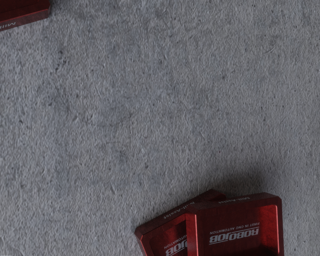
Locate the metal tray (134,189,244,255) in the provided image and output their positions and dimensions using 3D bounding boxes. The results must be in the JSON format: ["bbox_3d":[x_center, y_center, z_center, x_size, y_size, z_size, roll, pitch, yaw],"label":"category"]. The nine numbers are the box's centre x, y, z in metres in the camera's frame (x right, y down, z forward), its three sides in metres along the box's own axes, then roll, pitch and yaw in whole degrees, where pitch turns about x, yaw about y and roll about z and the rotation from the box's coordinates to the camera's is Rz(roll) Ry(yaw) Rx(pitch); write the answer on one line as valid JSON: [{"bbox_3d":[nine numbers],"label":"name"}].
[{"bbox_3d":[0.042,0.152,0.421,0.131,0.030,0.090,-23,98,-19],"label":"metal tray"}]

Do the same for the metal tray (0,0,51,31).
[{"bbox_3d":[-0.198,-0.149,0.332,0.131,0.030,0.090,-24,98,-19],"label":"metal tray"}]

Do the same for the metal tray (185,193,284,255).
[{"bbox_3d":[0.101,0.140,0.411,0.131,0.030,0.089,-4,91,-20],"label":"metal tray"}]
